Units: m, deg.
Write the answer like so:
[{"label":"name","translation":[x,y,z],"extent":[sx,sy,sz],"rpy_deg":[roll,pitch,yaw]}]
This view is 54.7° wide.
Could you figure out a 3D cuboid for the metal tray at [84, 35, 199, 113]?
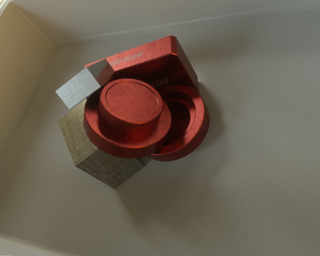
[{"label":"metal tray","translation":[-0.024,-0.063,0.411],"extent":[0.130,0.090,0.030],"rpy_deg":[-14,57,20]}]

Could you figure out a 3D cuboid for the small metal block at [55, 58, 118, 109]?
[{"label":"small metal block","translation":[-0.084,-0.052,0.359],"extent":[0.050,0.025,0.050],"rpy_deg":[-30,12,24]}]

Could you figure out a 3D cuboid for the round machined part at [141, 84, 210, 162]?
[{"label":"round machined part","translation":[0.015,-0.003,0.387],"extent":[0.098,0.042,0.098],"rpy_deg":[-13,56,20]}]

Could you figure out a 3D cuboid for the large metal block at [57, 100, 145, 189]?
[{"label":"large metal block","translation":[-0.074,0.020,0.394],"extent":[0.050,0.080,0.080],"rpy_deg":[-38,51,3]}]

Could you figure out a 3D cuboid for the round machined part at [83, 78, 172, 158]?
[{"label":"round machined part","translation":[-0.034,-0.018,0.346],"extent":[0.099,0.042,0.098],"rpy_deg":[9,48,-10]}]
